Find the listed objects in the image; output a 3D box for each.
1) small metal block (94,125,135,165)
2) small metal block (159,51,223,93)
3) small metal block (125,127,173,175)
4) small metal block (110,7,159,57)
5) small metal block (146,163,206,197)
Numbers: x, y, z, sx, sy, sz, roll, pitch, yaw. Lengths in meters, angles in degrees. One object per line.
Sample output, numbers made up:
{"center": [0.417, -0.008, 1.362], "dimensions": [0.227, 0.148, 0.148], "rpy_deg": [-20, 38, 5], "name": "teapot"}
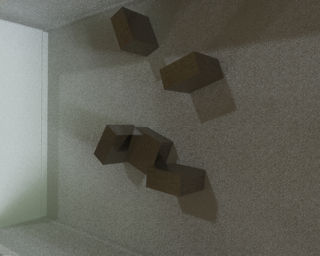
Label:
{"center": [-0.059, 0.023, 0.439], "dimensions": [0.025, 0.050, 0.050], "rpy_deg": [41, 115, 32], "name": "small metal block"}
{"center": [0.037, -0.063, 0.360], "dimensions": [0.050, 0.050, 0.025], "rpy_deg": [-21, 77, 38], "name": "small metal block"}
{"center": [-0.016, 0.031, 0.420], "dimensions": [0.050, 0.025, 0.050], "rpy_deg": [29, 108, 36], "name": "small metal block"}
{"center": [-0.033, -0.129, 0.418], "dimensions": [0.025, 0.050, 0.050], "rpy_deg": [-29, 72, 36], "name": "small metal block"}
{"center": [0.019, 0.061, 0.375], "dimensions": [0.050, 0.050, 0.025], "rpy_deg": [7, 95, 40], "name": "small metal block"}
